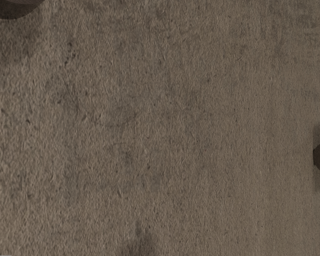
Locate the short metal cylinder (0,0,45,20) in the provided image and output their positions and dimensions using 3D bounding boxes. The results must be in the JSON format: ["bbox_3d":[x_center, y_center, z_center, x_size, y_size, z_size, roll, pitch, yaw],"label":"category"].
[{"bbox_3d":[-0.137,-0.143,0.274,0.081,0.050,0.079,0,90,-40],"label":"short metal cylinder"}]

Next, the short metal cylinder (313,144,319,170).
[{"bbox_3d":[0.406,0.066,0.714,0.050,0.080,0.079,-10,97,-40],"label":"short metal cylinder"}]
